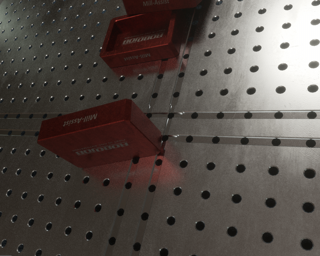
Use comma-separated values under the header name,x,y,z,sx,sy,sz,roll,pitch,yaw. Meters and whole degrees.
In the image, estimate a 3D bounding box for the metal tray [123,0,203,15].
name,x,y,z,sx,sy,sz,roll,pitch,yaw
metal tray,0.013,-0.225,0.513,0.130,0.030,0.090,6,42,30

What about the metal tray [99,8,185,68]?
name,x,y,z,sx,sy,sz,roll,pitch,yaw
metal tray,-0.029,-0.152,0.511,0.130,0.030,0.090,-4,60,25

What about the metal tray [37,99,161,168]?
name,x,y,z,sx,sy,sz,roll,pitch,yaw
metal tray,-0.075,0.012,0.396,0.130,0.090,0.030,-12,57,21
